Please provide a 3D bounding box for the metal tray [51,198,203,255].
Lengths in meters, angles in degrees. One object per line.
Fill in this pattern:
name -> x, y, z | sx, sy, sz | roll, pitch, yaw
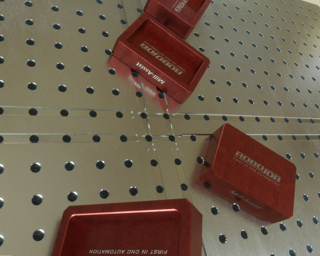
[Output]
metal tray -> -0.032, 0.111, 0.263 | 0.030, 0.130, 0.090 | 54, 34, -48

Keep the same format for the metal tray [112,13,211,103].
metal tray -> 0.005, -0.108, 0.472 | 0.130, 0.030, 0.090 | 35, 51, -5

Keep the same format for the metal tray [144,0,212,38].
metal tray -> 0.039, -0.229, 0.564 | 0.090, 0.030, 0.130 | 34, 51, -6

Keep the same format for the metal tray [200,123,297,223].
metal tray -> 0.127, 0.062, 0.435 | 0.130, 0.030, 0.090 | 31, 52, -8
